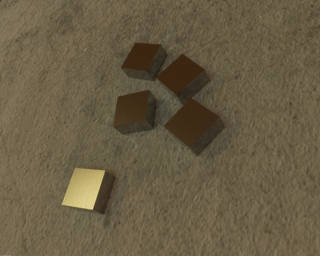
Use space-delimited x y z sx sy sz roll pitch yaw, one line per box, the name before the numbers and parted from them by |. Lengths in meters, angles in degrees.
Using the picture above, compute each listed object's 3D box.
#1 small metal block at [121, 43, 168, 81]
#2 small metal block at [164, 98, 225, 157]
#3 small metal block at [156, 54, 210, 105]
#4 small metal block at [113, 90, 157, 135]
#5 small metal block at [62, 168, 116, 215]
small metal block | -0.024 -0.103 0.478 0.050 0.025 0.050 14 69 33
small metal block | 0.042 -0.002 0.382 0.050 0.025 0.050 -46 52 -5
small metal block | 0.031 -0.068 0.428 0.050 0.025 0.050 -42 51 -1
small metal block | -0.034 -0.022 0.434 0.050 0.025 0.050 -9 58 22
small metal block | -0.091 0.081 0.400 0.050 0.025 0.050 0 62 28
